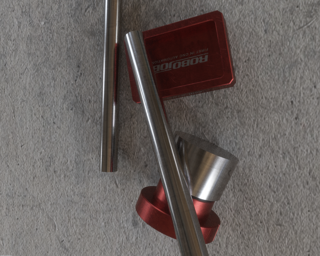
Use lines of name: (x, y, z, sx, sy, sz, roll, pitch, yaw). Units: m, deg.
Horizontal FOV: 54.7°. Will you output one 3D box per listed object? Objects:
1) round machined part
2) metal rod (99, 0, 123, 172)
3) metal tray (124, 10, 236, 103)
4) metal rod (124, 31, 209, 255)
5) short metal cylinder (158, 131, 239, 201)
round machined part: (0.025, 0.089, 0.361, 0.098, 0.098, 0.042, 23, 96, 18)
metal rod: (-0.068, -0.089, 0.432, 0.025, 0.025, 0.298, 2, 91, 20)
metal tray: (0.024, -0.086, 0.397, 0.130, 0.030, 0.089, -10, 87, 19)
metal rod: (0.005, 0.019, 0.332, 0.025, 0.025, 0.299, -24, 66, 18)
short metal cylinder: (0.044, 0.043, 0.364, 0.080, 0.080, 0.050, 26, 99, 18)
